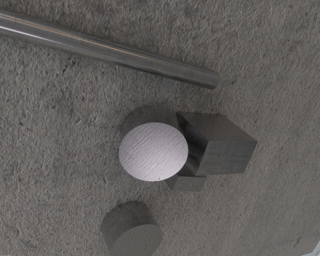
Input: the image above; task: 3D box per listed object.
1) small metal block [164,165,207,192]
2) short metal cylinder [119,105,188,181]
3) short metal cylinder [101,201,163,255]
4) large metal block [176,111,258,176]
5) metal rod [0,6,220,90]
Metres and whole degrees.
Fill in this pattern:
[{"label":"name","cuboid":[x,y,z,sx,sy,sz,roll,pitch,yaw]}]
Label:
[{"label":"small metal block","cuboid":[0.031,0.066,0.449,0.050,0.050,0.025,8,114,-32]},{"label":"short metal cylinder","cuboid":[-0.009,0.018,0.381,0.081,0.050,0.079,-3,117,-5]},{"label":"short metal cylinder","cuboid":[-0.043,0.157,0.464,0.081,0.050,0.079,-14,124,-21]},{"label":"large metal block","cuboid":[0.068,0.019,0.420,0.081,0.080,0.050,2,117,-30]},{"label":"metal rod","cuboid":[-0.057,-0.081,0.325,0.302,0.025,0.025,9,114,-32]}]
